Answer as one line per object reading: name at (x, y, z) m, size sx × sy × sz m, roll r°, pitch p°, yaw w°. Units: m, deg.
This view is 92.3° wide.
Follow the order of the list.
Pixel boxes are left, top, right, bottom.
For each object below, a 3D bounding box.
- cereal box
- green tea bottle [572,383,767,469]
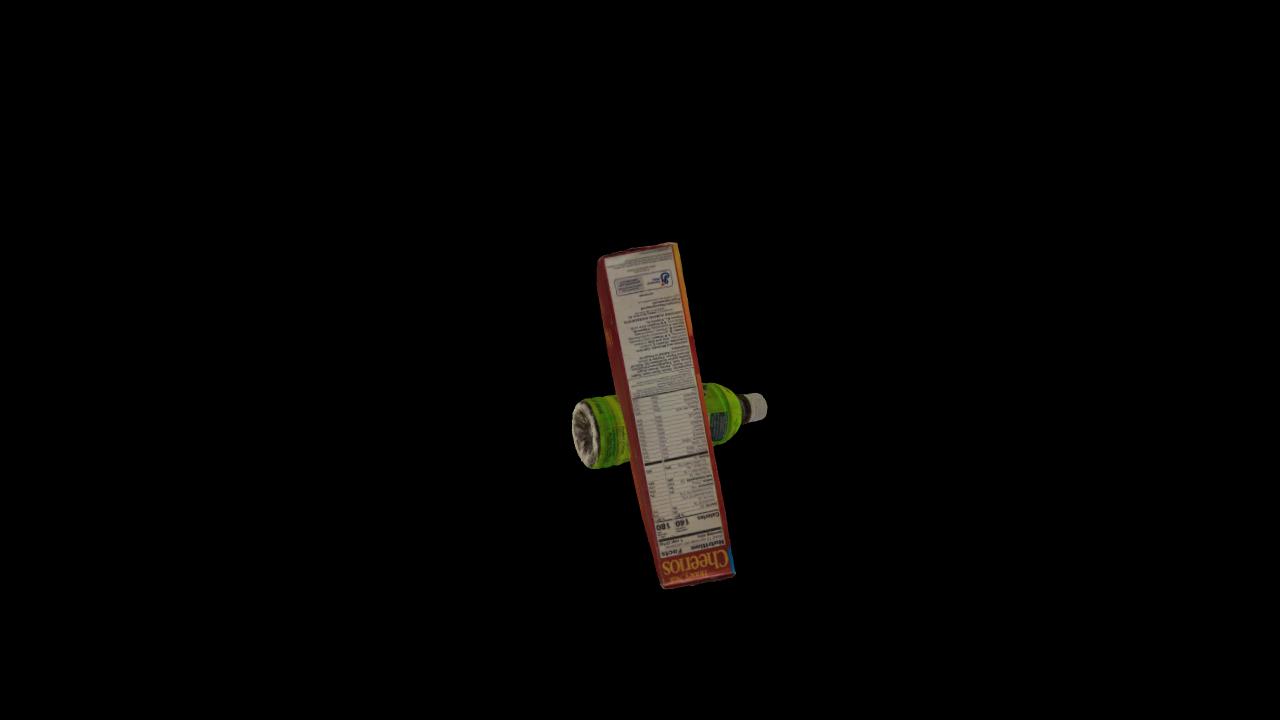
cereal box at (0.019, 0.047, 0.633) m, size 0.081 × 0.306 × 0.203 m, roll -11°, pitch 4°, yaw -4°
green tea bottle at (0.039, 0.062, 0.633) m, size 0.212 × 0.073 × 0.073 m, roll -4°, pitch 2°, yaw -27°
